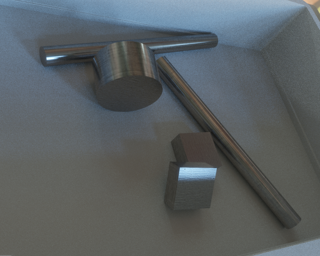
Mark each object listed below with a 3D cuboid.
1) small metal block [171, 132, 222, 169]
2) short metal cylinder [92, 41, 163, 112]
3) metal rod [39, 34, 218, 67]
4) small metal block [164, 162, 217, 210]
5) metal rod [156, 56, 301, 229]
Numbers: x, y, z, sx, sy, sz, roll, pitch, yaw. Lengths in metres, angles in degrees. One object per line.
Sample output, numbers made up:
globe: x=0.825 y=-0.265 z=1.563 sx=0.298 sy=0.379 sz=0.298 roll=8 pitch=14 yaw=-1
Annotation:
small metal block: x=0.048 y=0.034 z=0.413 sx=0.050 sy=0.025 sz=0.050 roll=-2 pitch=63 yaw=-30
short metal cylinder: x=-0.041 y=-0.062 z=0.387 sx=0.081 sy=0.080 sz=0.050 roll=1 pitch=61 yaw=-28
metal rod: x=-0.025 y=-0.122 z=0.468 sx=0.303 sy=0.025 sz=0.025 roll=-16 pitch=70 yaw=-35
small metal block: x=0.036 y=0.068 z=0.369 sx=0.050 sy=0.025 sz=0.050 roll=5 pitch=98 yaw=-26
metal rod: x=0.091 y=0.016 z=0.447 sx=0.025 sy=0.025 sz=0.300 roll=-33 pitch=80 yaw=-38
